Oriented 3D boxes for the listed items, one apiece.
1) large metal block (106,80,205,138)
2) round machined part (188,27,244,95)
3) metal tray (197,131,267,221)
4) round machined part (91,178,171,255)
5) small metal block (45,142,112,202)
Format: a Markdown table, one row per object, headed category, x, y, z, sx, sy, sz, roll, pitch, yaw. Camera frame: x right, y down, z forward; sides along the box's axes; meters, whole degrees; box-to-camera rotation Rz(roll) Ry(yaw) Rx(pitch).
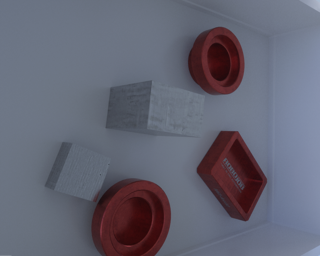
| category | x | y | z | sx | sy | sz | roll | pitch | yaw |
| --- | --- | --- | --- | --- | --- | --- | --- | --- | --- |
| large metal block | -0.006 | -0.019 | 0.368 | 0.081 | 0.080 | 0.050 | 10 | 84 | -40 |
| round machined part | 0.081 | -0.098 | 0.465 | 0.099 | 0.042 | 0.097 | 0 | 90 | -40 |
| metal tray | 0.123 | 0.079 | 0.509 | 0.090 | 0.030 | 0.130 | -53 | 121 | -27 |
| round machined part | -0.037 | 0.108 | 0.367 | 0.099 | 0.042 | 0.097 | 0 | 90 | -40 |
| small metal block | -0.087 | 0.048 | 0.335 | 0.050 | 0.025 | 0.050 | 29 | 72 | -37 |
